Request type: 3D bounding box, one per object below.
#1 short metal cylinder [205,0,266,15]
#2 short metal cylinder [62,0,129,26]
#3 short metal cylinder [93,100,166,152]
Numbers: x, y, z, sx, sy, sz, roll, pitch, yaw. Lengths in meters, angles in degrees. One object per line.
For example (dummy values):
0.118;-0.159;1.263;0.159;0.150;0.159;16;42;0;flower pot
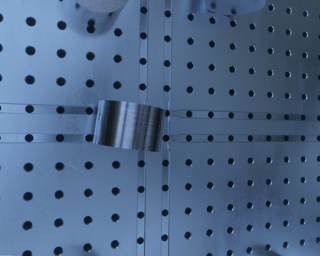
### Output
0.104;-0.194;0.423;0.081;0.080;0.050;4;89;-20;short metal cylinder
-0.077;-0.170;0.371;0.081;0.050;0.079;0;90;-20;short metal cylinder
-0.036;-0.001;0.371;0.081;0.080;0.050;9;87;-20;short metal cylinder
